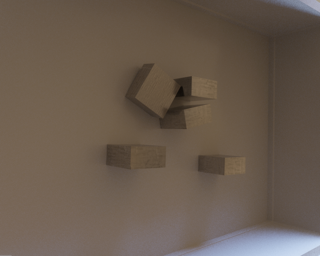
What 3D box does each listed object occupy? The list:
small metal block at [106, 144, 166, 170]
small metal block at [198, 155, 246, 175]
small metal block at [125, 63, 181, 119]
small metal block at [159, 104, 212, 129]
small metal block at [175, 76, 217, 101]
[{"bbox_3d":[-0.029,0.033,0.368,0.050,0.050,0.025,3,88,-40],"label":"small metal block"},{"bbox_3d":[0.094,0.055,0.472,0.050,0.050,0.025,3,89,-40],"label":"small metal block"},{"bbox_3d":[-0.008,-0.047,0.397,0.050,0.025,0.050,36,76,-34],"label":"small metal block"},{"bbox_3d":[0.034,-0.016,0.421,0.050,0.050,0.025,-15,100,-39],"label":"small metal block"},{"bbox_3d":[0.043,-0.053,0.429,0.050,0.050,0.025,2,89,-41],"label":"small metal block"}]
